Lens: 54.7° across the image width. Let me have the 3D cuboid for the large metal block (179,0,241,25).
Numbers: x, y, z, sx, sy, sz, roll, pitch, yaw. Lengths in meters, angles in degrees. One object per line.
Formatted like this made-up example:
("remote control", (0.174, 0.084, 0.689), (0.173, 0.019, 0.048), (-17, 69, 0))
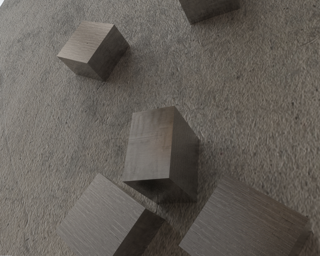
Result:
("large metal block", (0.076, -0.219, 0.482), (0.080, 0.050, 0.080), (-12, 57, 21))

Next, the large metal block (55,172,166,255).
("large metal block", (-0.056, 0.110, 0.349), (0.080, 0.050, 0.080), (28, 77, 37))

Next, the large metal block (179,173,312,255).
("large metal block", (0.079, 0.101, 0.284), (0.080, 0.050, 0.080), (28, 77, 37))

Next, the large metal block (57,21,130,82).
("large metal block", (-0.113, -0.132, 0.528), (0.080, 0.050, 0.080), (19, 72, 35))

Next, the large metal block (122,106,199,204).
("large metal block", (0.006, 0.033, 0.345), (0.050, 0.080, 0.080), (-9, 58, 24))
